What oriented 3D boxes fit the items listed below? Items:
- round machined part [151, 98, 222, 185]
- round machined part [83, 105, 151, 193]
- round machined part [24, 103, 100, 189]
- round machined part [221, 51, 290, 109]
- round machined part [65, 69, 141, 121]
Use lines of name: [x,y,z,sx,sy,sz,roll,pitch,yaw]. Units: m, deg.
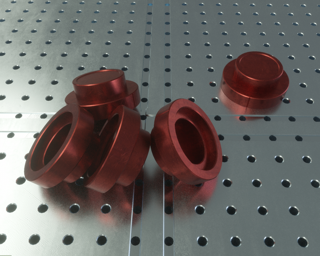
round machined part: [0.026,0.018,0.359,0.042,0.098,0.098,-27,38,36]
round machined part: [-0.045,0.026,0.347,0.042,0.097,0.098,26,48,-19]
round machined part: [-0.107,0.024,0.354,0.098,0.042,0.098,-30,40,30]
round machined part: [0.144,-0.078,0.464,0.099,0.042,0.098,0,50,0]
round machined part: [-0.078,-0.049,0.413,0.099,0.042,0.098,-7,26,4]
